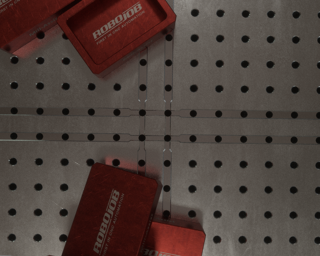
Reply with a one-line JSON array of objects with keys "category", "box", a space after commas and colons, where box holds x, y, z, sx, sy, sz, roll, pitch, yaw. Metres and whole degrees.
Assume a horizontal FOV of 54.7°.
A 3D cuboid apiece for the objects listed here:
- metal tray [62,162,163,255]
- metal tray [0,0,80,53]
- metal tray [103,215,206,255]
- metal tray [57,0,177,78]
[{"category": "metal tray", "box": [-0.059, 0.117, 0.388, 0.090, 0.030, 0.130, 14, 79, 15]}, {"category": "metal tray", "box": [-0.177, -0.172, 0.408, 0.130, 0.030, 0.090, -33, 90, -1]}, {"category": "metal tray", "box": [-0.013, 0.164, 0.411, 0.131, 0.030, 0.089, 11, 90, -1]}, {"category": "metal tray", "box": [-0.055, -0.139, 0.409, 0.130, 0.030, 0.090, -35, 90, -1]}]
